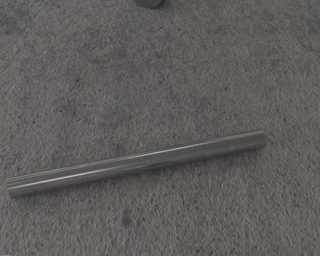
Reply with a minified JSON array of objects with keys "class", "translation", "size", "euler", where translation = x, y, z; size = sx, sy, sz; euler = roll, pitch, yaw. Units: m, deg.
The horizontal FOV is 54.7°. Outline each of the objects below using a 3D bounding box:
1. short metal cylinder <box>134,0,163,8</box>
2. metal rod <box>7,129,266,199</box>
[{"class":"short metal cylinder","translation":[-0.019,-0.284,0.607],"size":[0.080,0.080,0.050],"euler":[22,54,17]},{"class":"metal rod","translation":[-0.019,0.040,0.369],"size":[0.302,0.025,0.025],"euler":[-10,51,-9]}]
